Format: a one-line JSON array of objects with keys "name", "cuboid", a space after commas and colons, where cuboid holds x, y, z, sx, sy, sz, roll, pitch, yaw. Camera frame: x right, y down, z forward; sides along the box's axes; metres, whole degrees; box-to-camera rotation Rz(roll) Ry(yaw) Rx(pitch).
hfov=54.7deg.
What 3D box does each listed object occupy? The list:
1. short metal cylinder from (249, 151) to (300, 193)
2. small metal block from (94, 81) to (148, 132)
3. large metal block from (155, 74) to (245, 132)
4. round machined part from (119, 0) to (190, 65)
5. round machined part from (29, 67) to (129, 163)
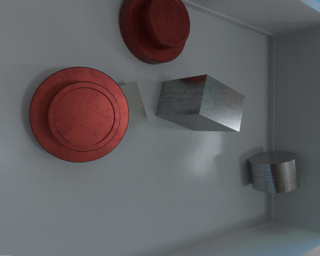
[{"name": "short metal cylinder", "cuboid": [0.200, 0.075, 0.542, 0.081, 0.080, 0.050, -16, 101, -39]}, {"name": "small metal block", "cuboid": [-0.047, -0.024, 0.368, 0.050, 0.025, 0.050, -25, 106, -37]}, {"name": "large metal block", "cuboid": [0.054, -0.030, 0.419, 0.080, 0.080, 0.050, 20, 78, -39]}, {"name": "round machined part", "cuboid": [0.001, -0.134, 0.398, 0.099, 0.042, 0.097, 0, 91, -40]}, {"name": "round machined part", "cuboid": [-0.078, -0.013, 0.312, 0.099, 0.042, 0.097, -3, 97, -22]}]
